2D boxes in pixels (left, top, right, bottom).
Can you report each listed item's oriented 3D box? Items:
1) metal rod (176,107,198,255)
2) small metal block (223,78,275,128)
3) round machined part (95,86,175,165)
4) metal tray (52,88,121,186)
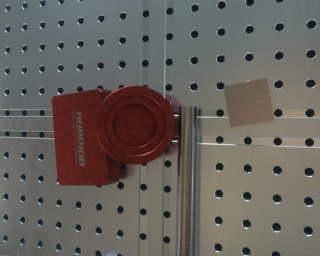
[{"bbox_3d":[0.034,0.122,0.400,0.025,0.025,0.298,1,90,19],"label":"metal rod"},{"bbox_3d":[0.108,-0.029,0.374,0.050,0.025,0.050,-10,87,19],"label":"small metal block"},{"bbox_3d":[-0.033,-0.003,0.400,0.099,0.042,0.097,0,88,-9],"label":"round machined part"},{"bbox_3d":[-0.106,0.015,0.440,0.090,0.030,0.129,-5,88,26],"label":"metal tray"}]
